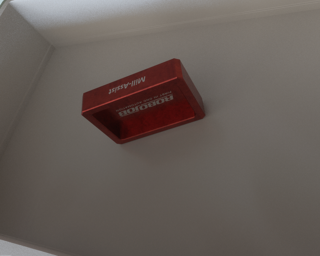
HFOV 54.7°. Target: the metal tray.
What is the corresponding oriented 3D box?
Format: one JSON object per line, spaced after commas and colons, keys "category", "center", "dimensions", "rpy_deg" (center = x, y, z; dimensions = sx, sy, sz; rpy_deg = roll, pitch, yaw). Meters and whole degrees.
{"category": "metal tray", "center": [-0.019, -0.028, 0.389], "dimensions": [0.130, 0.090, 0.030], "rpy_deg": [-18, 55, 17]}
